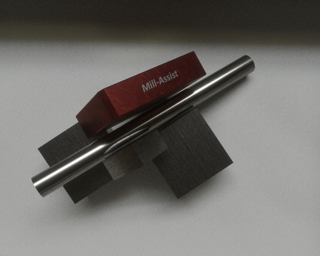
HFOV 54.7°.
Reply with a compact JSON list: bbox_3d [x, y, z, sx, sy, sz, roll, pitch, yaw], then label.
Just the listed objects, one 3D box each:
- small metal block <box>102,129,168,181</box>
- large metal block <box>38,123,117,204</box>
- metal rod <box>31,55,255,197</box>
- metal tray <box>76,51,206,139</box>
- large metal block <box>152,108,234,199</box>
[{"bbox_3d":[-0.027,0.030,0.349,0.050,0.050,0.025,-30,90,36],"label":"small metal block"},{"bbox_3d":[-0.090,0.036,0.394,0.080,0.050,0.080,-34,90,0],"label":"large metal block"},{"bbox_3d":[-0.007,-0.011,0.373,0.302,0.025,0.025,-31,90,-16],"label":"metal rod"},{"bbox_3d":[-0.021,-0.037,0.350,0.131,0.090,0.030,-30,92,-32],"label":"metal tray"},{"bbox_3d":[0.033,0.031,0.398,0.080,0.050,0.080,-34,90,0],"label":"large metal block"}]
